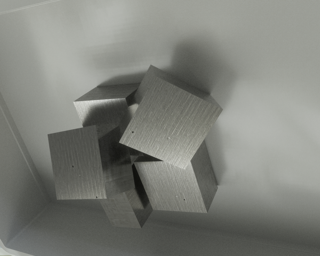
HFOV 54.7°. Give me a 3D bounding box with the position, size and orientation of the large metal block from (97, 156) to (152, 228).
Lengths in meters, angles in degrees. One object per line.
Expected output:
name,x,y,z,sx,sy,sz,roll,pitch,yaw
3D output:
large metal block,-0.043,0.083,0.443,0.050,0.080,0.080,-7,115,31

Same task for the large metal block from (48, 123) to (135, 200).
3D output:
large metal block,-0.083,0.040,0.373,0.080,0.050,0.080,-10,88,32

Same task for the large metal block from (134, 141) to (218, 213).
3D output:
large metal block,0.023,0.064,0.414,0.080,0.050,0.080,-5,116,30

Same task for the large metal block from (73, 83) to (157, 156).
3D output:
large metal block,-0.055,-0.011,0.412,0.080,0.050,0.080,-1,118,28

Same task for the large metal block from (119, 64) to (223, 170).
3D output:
large metal block,0.009,-0.012,0.344,0.080,0.050,0.080,24,109,-17
